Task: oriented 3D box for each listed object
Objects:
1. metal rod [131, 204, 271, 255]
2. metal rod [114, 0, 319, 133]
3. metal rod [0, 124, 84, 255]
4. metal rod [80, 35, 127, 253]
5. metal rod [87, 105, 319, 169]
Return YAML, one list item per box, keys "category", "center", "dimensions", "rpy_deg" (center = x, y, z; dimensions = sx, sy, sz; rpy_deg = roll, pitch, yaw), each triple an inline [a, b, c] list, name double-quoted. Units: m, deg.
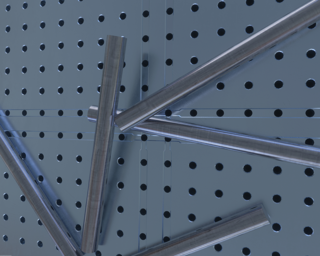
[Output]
- category: "metal rod"
  center: [-0.001, 0.169, 0.411]
  dimensions: [0.300, 0.025, 0.025]
  rpy_deg: [-28, 81, 17]
- category: "metal rod"
  center: [0.077, -0.077, 0.371]
  dimensions: [0.300, 0.025, 0.025]
  rpy_deg: [-29, 81, 11]
- category: "metal rod"
  center: [-0.213, 0.079, 0.485]
  dimensions: [0.025, 0.025, 0.300]
  rpy_deg: [-41, 78, 15]
- category: "metal rod"
  center: [-0.078, 0.030, 0.417]
  dimensions: [0.025, 0.025, 0.298]
  rpy_deg: [14, 103, 19]
- category: "metal rod"
  center: [0.043, 0.007, 0.396]
  dimensions: [0.301, 0.025, 0.025]
  rpy_deg: [11, 94, 19]
